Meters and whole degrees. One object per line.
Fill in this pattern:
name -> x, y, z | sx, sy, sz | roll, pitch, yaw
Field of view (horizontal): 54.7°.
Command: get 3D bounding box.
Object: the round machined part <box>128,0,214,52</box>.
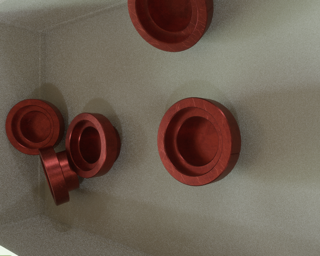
round machined part -> 0.016, -0.143, 0.361 | 0.098, 0.042, 0.097 | 17, 135, 18

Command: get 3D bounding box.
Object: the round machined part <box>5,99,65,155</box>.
round machined part -> -0.217, -0.003, 0.551 | 0.099, 0.042, 0.097 | 0, 94, 5

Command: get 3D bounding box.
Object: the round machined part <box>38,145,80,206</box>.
round machined part -> -0.164, 0.074, 0.511 | 0.098, 0.042, 0.097 | 44, 144, 46

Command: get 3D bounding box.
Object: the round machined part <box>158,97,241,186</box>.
round machined part -> 0.048, 0.015, 0.355 | 0.098, 0.042, 0.097 | 0, 90, 39

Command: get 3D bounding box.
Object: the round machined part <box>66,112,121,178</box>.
round machined part -> -0.098, 0.026, 0.474 | 0.098, 0.042, 0.097 | 0, 90, 39
